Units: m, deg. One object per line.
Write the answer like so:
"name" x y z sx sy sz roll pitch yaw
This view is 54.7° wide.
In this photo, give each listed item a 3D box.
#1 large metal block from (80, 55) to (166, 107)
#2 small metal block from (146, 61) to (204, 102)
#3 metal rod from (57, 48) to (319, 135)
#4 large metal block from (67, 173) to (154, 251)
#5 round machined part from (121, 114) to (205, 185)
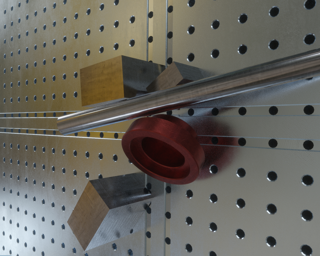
"large metal block" -0.048 -0.056 0.413 0.080 0.081 0.050 -6 86 40
"small metal block" 0.020 -0.051 0.376 0.050 0.050 0.025 -40 66 33
"metal rod" 0.014 -0.033 0.341 0.301 0.025 0.025 -12 82 21
"large metal block" -0.069 0.114 0.430 0.050 0.081 0.080 45 117 30
"round machined part" 0.007 0.021 0.370 0.098 0.042 0.097 19 143 15
